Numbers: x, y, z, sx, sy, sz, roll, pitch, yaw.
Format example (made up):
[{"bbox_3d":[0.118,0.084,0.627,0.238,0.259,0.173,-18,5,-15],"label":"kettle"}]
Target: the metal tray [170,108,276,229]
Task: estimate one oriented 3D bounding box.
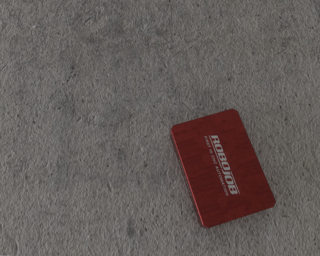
[{"bbox_3d":[0.074,0.049,0.388,0.090,0.030,0.130,-16,71,-6],"label":"metal tray"}]
